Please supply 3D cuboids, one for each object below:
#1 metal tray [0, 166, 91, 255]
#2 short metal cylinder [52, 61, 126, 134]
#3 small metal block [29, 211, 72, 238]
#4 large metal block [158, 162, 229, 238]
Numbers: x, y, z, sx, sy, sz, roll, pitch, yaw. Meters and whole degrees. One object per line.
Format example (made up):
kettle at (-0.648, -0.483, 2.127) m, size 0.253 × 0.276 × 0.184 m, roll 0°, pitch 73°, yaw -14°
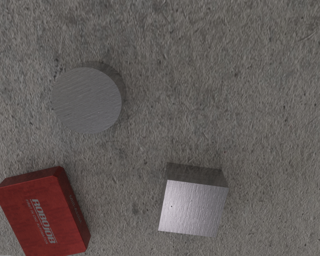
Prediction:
metal tray at (-0.164, 0.125, 0.444) m, size 0.090 × 0.030 × 0.129 m, roll -13°, pitch 109°, yaw 4°
short metal cylinder at (-0.085, -0.039, 0.381) m, size 0.081 × 0.050 × 0.079 m, roll 0°, pitch 110°, yaw 0°
small metal block at (-0.158, 0.135, 0.458) m, size 0.050 × 0.025 × 0.050 m, roll -13°, pitch 110°, yaw 4°
large metal block at (0.043, 0.100, 0.434) m, size 0.081 × 0.050 × 0.079 m, roll 8°, pitch 110°, yaw -3°
